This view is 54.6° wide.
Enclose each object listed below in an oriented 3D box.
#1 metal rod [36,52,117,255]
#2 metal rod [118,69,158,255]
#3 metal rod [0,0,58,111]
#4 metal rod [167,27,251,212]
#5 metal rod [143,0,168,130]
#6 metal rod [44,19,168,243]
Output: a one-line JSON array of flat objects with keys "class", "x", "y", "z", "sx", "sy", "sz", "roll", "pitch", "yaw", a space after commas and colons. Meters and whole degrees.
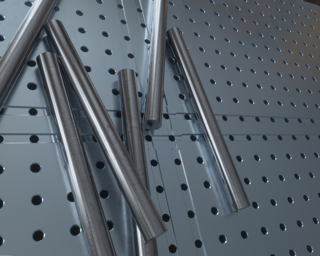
[{"class": "metal rod", "x": -0.088, "y": 0.044, "z": 0.333, "sx": 0.025, "sy": 0.025, "sz": 0.299, "roll": -9, "pitch": 66, "yaw": -32}, {"class": "metal rod", "x": -0.026, "y": 0.057, "z": 0.358, "sx": 0.025, "sy": 0.025, "sz": 0.299, "roll": 6, "pitch": 59, "yaw": -25}, {"class": "metal rod", "x": -0.169, "y": -0.098, "z": 0.376, "sx": 0.025, "sy": 0.025, "sz": 0.300, "roll": 20, "pitch": 54, "yaw": -17}, {"class": "metal rod", "x": 0.063, "y": -0.027, "z": 0.457, "sx": 0.025, "sy": 0.025, "sz": 0.299, "roll": -4, "pitch": 64, "yaw": -30}, {"class": "metal rod", "x": -0.003, "y": -0.130, "z": 0.484, "sx": 0.025, "sy": 0.025, "sz": 0.300, "roll": 16, "pitch": 55, "yaw": -19}, {"class": "metal rod", "x": -0.073, "y": -0.014, "z": 0.359, "sx": 0.025, "sy": 0.025, "sz": 0.299, "roll": -15, "pitch": 64, "yaw": -34}]
